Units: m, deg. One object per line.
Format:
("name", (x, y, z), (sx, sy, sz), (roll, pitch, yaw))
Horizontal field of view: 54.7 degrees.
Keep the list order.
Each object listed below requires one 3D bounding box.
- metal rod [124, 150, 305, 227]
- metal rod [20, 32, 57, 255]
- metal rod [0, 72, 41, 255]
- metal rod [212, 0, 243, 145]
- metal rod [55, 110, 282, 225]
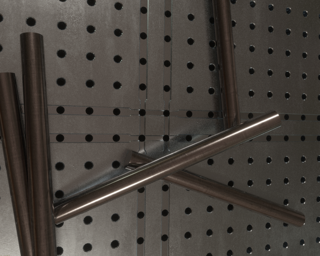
("metal rod", (0.091, 0.093, 0.447), (0.302, 0.025, 0.025), (22, 83, -19))
("metal rod", (-0.135, 0.042, 0.348), (0.025, 0.025, 0.298), (-4, 86, -20))
("metal rod", (-0.156, 0.087, 0.355), (0.025, 0.025, 0.298), (-9, 93, -20))
("metal rod", (0.094, -0.123, 0.448), (0.025, 0.025, 0.298), (-7, 92, -20))
("metal rod", (0.012, 0.045, 0.385), (0.302, 0.025, 0.025), (-23, 98, -7))
